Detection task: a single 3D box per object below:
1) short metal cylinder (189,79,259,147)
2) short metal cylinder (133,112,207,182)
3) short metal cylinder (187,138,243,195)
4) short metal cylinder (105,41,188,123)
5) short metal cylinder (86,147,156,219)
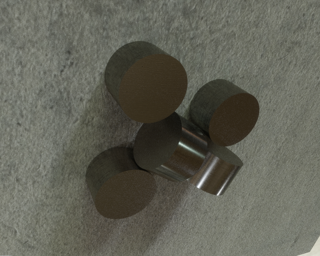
[{"bbox_3d":[0.088,-0.021,0.428,0.081,0.050,0.079,-14,125,-21],"label":"short metal cylinder"},{"bbox_3d":[0.012,0.023,0.394,0.050,0.080,0.080,31,101,-39],"label":"short metal cylinder"},{"bbox_3d":[0.070,0.051,0.443,0.081,0.080,0.050,18,109,-36],"label":"short metal cylinder"},{"bbox_3d":[-0.016,-0.052,0.351,0.081,0.050,0.079,-14,125,-21],"label":"short metal cylinder"},{"bbox_3d":[-0.052,0.072,0.407,0.081,0.050,0.079,-14,125,-20],"label":"short metal cylinder"}]
